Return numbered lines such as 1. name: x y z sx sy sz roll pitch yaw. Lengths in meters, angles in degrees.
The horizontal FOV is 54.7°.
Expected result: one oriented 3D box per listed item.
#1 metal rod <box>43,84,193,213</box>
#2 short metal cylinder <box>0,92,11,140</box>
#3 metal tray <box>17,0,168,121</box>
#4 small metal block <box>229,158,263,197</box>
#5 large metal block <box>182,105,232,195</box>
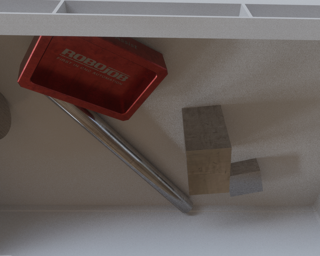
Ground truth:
1. metal rod: -0.043 0.041 0.442 0.025 0.025 0.300 -29 125 22
2. short metal cylinder: -0.223 -0.014 0.358 0.050 0.080 0.080 -20 128 16
3. metal tray: -0.069 -0.063 0.331 0.131 0.030 0.090 19 130 -33
4. small metal block: 0.128 0.077 0.477 0.050 0.025 0.050 -13 129 10
5. large metal block: 0.058 0.028 0.398 0.050 0.080 0.080 -5 130 4
